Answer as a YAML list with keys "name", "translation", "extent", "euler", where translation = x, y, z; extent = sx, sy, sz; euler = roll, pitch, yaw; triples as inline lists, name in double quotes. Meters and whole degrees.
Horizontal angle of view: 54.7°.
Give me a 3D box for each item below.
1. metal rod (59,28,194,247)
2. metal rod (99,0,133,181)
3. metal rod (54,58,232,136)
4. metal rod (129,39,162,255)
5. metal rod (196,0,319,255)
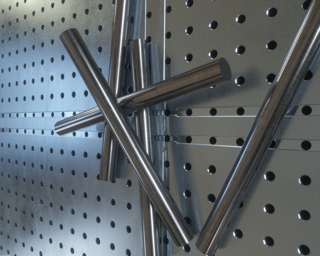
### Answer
- name: "metal rod"
  translation: [-0.043, 0.010, 0.389]
  extent: [0.025, 0.025, 0.299]
  euler: [-31, 87, 35]
- name: "metal rod"
  translation: [-0.065, -0.070, 0.460]
  extent: [0.025, 0.025, 0.298]
  euler: [10, 96, 39]
- name: "metal rod"
  translation: [-0.046, -0.030, 0.411]
  extent: [0.300, 0.025, 0.025]
  euler: [-15, 81, 38]
- name: "metal rod"
  translation: [-0.020, 0.029, 0.423]
  extent: [0.025, 0.025, 0.298]
  euler: [-7, 86, 39]
- name: "metal rod"
  translation: [0.105, 0.007, 0.321]
  extent: [0.025, 0.025, 0.298]
  euler: [33, 110, 35]
